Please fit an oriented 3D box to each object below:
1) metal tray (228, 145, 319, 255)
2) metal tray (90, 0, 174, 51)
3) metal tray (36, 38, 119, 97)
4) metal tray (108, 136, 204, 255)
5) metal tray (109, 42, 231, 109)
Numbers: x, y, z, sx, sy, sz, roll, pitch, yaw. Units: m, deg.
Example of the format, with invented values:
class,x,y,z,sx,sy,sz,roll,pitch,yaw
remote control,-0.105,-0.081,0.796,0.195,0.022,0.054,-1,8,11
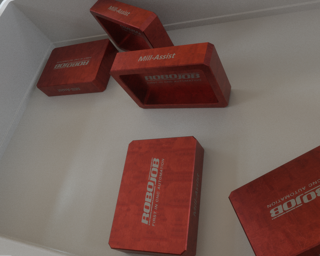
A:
class,x,y,z,sx,sy,sz,roll,pitch,yaw
metal tray,0.135,0.065,0.268,0.130,0.030,0.090,-30,26,8
metal tray,-0.039,-0.144,0.471,0.130,0.090,0.030,33,80,38
metal tray,-0.144,-0.104,0.539,0.130,0.030,0.090,-1,61,27
metal tray,-0.001,0.076,0.356,0.090,0.030,0.130,-5,59,25
metal tray,0.014,-0.061,0.392,0.130,0.090,0.030,1,63,28
